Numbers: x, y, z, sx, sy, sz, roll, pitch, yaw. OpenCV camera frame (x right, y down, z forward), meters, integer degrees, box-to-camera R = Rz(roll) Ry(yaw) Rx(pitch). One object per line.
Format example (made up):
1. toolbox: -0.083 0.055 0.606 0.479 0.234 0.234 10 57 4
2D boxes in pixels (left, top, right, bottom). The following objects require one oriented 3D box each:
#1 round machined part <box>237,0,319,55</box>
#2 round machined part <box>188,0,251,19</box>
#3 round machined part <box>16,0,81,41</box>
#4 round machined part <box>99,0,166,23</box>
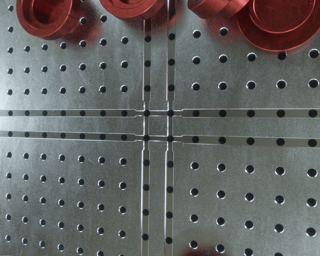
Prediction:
1. round machined part: 0.138 -0.137 0.355 0.098 0.042 0.097 0 90 20
2. round machined part: 0.079 -0.167 0.357 0.042 0.098 0.098 31 103 -22
3. round machined part: -0.159 -0.179 0.461 0.098 0.042 0.097 0 90 20
4. round machined part: -0.032 -0.190 0.415 0.098 0.042 0.097 0 90 20
